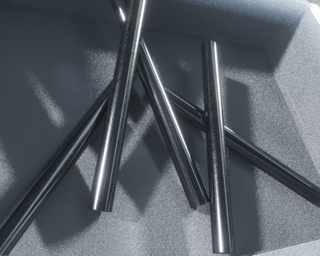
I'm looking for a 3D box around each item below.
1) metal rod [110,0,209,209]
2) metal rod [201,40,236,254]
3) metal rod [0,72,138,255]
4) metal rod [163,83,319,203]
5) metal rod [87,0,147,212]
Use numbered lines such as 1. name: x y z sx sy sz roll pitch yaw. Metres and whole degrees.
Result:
1. metal rod: -0.004 -0.043 0.405 0.025 0.025 0.299 -14 76 -34
2. metal rod: 0.073 0.005 0.410 0.025 0.025 0.299 13 60 -21
3. metal rod: -0.095 0.018 0.343 0.025 0.025 0.301 34 51 -6
4. metal rod: 0.112 0.022 0.452 0.301 0.025 0.025 33 52 -7
5. metal rod: -0.044 -0.054 0.370 0.025 0.025 0.299 15 69 -20
